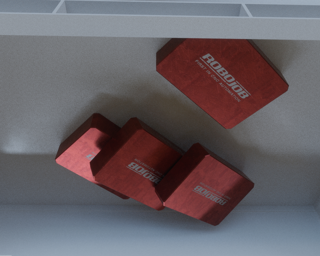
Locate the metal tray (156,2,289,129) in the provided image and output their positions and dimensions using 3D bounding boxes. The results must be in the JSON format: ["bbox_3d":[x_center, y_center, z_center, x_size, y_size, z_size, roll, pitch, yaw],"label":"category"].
[{"bbox_3d":[0.071,-0.064,0.353,0.130,0.030,0.090,36,121,-27],"label":"metal tray"}]

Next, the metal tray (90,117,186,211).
[{"bbox_3d":[-0.016,0.054,0.421,0.090,0.030,0.130,-47,127,9],"label":"metal tray"}]

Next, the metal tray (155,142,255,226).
[{"bbox_3d":[0.067,0.085,0.442,0.130,0.030,0.090,33,101,-39],"label":"metal tray"}]

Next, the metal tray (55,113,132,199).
[{"bbox_3d":[-0.068,0.046,0.444,0.130,0.030,0.090,36,121,-27],"label":"metal tray"}]
